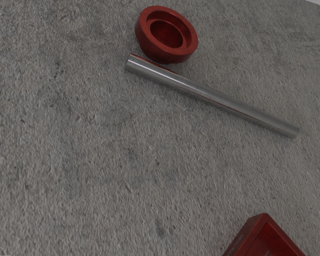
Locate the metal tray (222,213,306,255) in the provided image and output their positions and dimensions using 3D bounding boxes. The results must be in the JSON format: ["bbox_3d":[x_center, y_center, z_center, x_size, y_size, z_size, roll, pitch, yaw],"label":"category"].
[{"bbox_3d":[0.114,0.174,0.355,0.090,0.030,0.131,49,51,6],"label":"metal tray"}]

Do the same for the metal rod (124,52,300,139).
[{"bbox_3d":[0.089,-0.044,0.478,0.302,0.025,0.025,21,54,-16],"label":"metal rod"}]

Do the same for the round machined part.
[{"bbox_3d":[0.007,-0.138,0.481,0.099,0.042,0.098,14,56,-21],"label":"round machined part"}]
